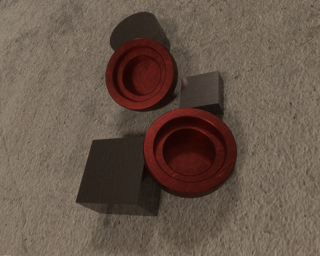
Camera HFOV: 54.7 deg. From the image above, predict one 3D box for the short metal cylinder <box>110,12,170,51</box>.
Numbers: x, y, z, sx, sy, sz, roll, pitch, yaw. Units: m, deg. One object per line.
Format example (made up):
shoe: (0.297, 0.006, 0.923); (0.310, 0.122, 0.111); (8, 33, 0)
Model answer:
short metal cylinder: (-0.030, -0.133, 0.484); (0.080, 0.050, 0.080); (-13, 56, 20)

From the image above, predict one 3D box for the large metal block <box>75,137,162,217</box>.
large metal block: (-0.044, 0.059, 0.373); (0.080, 0.050, 0.080); (-5, 60, 25)

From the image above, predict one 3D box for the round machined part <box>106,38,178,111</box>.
round machined part: (-0.022, -0.071, 0.431); (0.098, 0.042, 0.097); (-1, 85, 18)

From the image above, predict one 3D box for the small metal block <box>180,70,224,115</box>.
small metal block: (0.055, -0.042, 0.400); (0.050, 0.025, 0.050); (-8, 58, 23)

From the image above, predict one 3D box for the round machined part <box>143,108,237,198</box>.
round machined part: (0.031, 0.030, 0.342); (0.099, 0.042, 0.098); (0, 62, 0)
